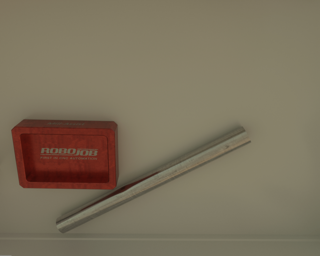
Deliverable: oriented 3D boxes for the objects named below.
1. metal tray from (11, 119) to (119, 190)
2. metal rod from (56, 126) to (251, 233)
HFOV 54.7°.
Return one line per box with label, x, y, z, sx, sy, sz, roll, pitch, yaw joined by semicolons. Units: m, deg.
metal tray;-0.124;0.036;0.420;0.131;0.030;0.089;1;110;-1
metal rod;-0.015;0.077;0.439;0.301;0.025;0.025;-27;108;9
